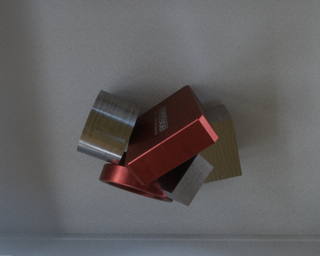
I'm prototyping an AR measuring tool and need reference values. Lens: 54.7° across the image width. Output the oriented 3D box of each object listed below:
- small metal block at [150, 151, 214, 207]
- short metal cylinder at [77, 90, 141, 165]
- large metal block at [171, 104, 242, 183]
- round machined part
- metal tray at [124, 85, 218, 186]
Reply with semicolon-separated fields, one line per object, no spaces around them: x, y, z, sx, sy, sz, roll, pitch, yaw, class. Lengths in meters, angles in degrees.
0.023;0.053;0.344;0.025;0.050;0.050;43;73;-21;small metal block
-0.062;0.000;0.379;0.050;0.080;0.079;21;109;-8;short metal cylinder
0.054;0.023;0.398;0.080;0.050;0.080;-13;114;4;large metal block
-0.025;0.062;0.403;0.099;0.098;0.042;19;74;-8;round machined part
0.009;0.001;0.354;0.090;0.130;0.030;-33;108;11;metal tray
